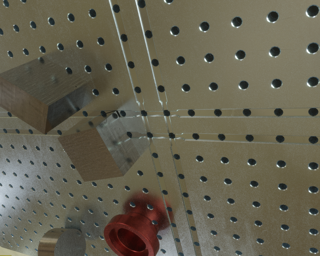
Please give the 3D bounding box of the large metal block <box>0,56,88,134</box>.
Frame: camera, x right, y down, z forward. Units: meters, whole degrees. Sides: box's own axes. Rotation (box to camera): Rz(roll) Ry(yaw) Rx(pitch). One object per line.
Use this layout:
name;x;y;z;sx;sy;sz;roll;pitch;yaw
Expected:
large metal block;-0.162;-0.048;0.431;0.080;0.080;0.050;31;128;8

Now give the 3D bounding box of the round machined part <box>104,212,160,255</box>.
round machined part;-0.045;0.187;0.540;0.098;0.042;0.097;13;124;21

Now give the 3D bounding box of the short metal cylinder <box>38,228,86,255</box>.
short metal cylinder;-0.200;0.247;0.634;0.050;0.080;0.080;-10;113;32

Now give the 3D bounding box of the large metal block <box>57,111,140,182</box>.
large metal block;-0.090;0.029;0.461;0.080;0.050;0.080;-14;112;33
